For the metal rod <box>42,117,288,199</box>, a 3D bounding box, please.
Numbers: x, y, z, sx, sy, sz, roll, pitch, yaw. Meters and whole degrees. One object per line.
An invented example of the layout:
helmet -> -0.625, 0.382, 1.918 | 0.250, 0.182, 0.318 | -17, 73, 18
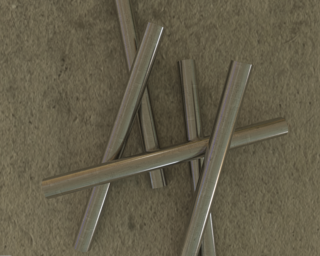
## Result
metal rod -> 0.012, 0.034, 0.380 | 0.302, 0.025, 0.025 | -14, 90, -7

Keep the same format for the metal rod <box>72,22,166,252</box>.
metal rod -> -0.054, 0.017, 0.392 | 0.025, 0.025, 0.298 | 19, 97, -1

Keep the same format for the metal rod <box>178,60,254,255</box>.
metal rod -> 0.057, 0.070, 0.373 | 0.025, 0.025, 0.298 | 13, 105, -1

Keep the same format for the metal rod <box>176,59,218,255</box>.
metal rod -> 0.051, 0.060, 0.410 | 0.025, 0.025, 0.298 | -7, 90, 0

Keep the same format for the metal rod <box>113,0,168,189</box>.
metal rod -> -0.030, -0.070, 0.409 | 0.025, 0.025, 0.298 | -11, 90, 0
